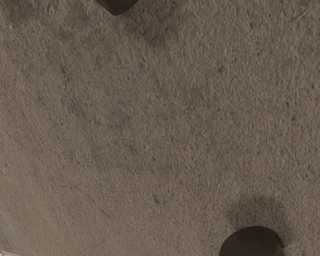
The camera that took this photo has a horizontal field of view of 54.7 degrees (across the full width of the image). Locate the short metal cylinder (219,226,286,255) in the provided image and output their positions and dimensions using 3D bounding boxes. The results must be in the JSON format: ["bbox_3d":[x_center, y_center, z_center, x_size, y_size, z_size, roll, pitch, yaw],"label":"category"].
[{"bbox_3d":[0.127,0.179,0.415,0.080,0.080,0.050,-19,108,35],"label":"short metal cylinder"}]

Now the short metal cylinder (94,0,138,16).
[{"bbox_3d":[-0.041,-0.156,0.295,0.050,0.080,0.080,41,129,0],"label":"short metal cylinder"}]
